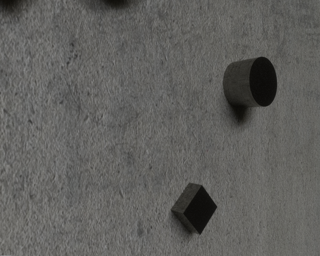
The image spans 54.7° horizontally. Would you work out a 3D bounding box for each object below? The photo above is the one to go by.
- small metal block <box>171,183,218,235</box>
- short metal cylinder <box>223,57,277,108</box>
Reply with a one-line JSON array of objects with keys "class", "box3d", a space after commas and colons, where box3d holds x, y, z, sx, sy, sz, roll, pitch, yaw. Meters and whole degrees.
[{"class": "small metal block", "box3d": [0.050, 0.116, 0.447, 0.050, 0.025, 0.050, -50, 120, -28]}, {"class": "short metal cylinder", "box3d": [0.150, -0.074, 0.514, 0.081, 0.050, 0.080, 0, 90, -40]}]
